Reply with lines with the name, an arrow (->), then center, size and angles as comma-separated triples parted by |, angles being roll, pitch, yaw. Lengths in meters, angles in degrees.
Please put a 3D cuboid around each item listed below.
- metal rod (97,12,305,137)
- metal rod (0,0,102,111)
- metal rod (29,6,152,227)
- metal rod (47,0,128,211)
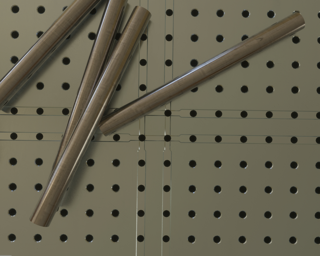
metal rod -> 0.054, -0.072, 0.414 | 0.301, 0.025, 0.025 | -29, 90, -1
metal rod -> -0.124, -0.140, 0.411 | 0.025, 0.025, 0.300 | 42, 90, -1
metal rod -> -0.085, -0.020, 0.395 | 0.025, 0.025, 0.299 | 25, 83, -1
metal rod -> -0.101, -0.035, 0.412 | 0.025, 0.025, 0.298 | 18, 90, -1
